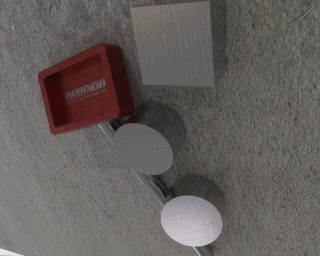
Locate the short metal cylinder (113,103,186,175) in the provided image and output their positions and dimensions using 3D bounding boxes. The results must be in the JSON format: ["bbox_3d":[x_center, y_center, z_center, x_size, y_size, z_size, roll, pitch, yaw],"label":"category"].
[{"bbox_3d":[-0.013,0.014,0.402,0.080,0.050,0.079,12,128,17],"label":"short metal cylinder"}]

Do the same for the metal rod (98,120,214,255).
[{"bbox_3d":[-0.009,0.088,0.465,0.025,0.025,0.299,-26,105,37],"label":"metal rod"}]

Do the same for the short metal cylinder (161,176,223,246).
[{"bbox_3d":[0.046,0.113,0.424,0.080,0.050,0.079,4,112,11],"label":"short metal cylinder"}]

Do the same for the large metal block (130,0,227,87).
[{"bbox_3d":[0.023,-0.091,0.323,0.080,0.050,0.079,6,121,25],"label":"large metal block"}]

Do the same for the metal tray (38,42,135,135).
[{"bbox_3d":[-0.100,-0.047,0.406,0.130,0.030,0.090,-13,89,33],"label":"metal tray"}]
